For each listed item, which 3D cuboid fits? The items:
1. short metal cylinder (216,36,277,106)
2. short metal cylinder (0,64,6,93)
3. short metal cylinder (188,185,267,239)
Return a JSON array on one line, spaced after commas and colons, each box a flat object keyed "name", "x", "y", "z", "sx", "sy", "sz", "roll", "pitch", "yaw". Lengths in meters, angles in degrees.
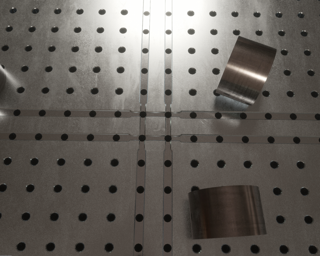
[{"name": "short metal cylinder", "x": 0.113, "y": -0.075, "z": 0.412, "sx": 0.050, "sy": 0.080, "sz": 0.080, "roll": 22, "pitch": 72, "yaw": 7}, {"name": "short metal cylinder", "x": -0.263, "y": -0.075, "z": 0.423, "sx": 0.081, "sy": 0.050, "sz": 0.080, "roll": 0, "pitch": 70, "yaw": 0}, {"name": "short metal cylinder", "x": 0.074, "y": 0.096, "z": 0.348, "sx": 0.081, "sy": 0.080, "sz": 0.050, "roll": -3, "pitch": 70, "yaw": -2}]
